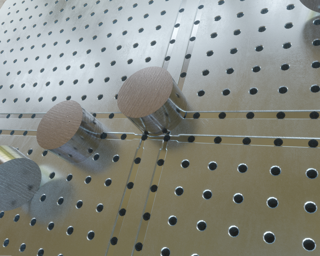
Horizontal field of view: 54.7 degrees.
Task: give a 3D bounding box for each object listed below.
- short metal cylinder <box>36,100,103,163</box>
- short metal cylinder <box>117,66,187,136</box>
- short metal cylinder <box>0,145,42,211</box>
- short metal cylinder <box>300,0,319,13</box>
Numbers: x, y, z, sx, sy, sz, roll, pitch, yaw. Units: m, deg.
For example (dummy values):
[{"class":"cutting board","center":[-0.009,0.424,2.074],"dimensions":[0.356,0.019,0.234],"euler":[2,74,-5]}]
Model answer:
[{"class":"short metal cylinder","center":[-0.133,0.006,0.458],"dimensions":[0.080,0.050,0.080],"euler":[-13,56,21]},{"class":"short metal cylinder","center":[-0.010,-0.036,0.419],"dimensions":[0.080,0.050,0.080],"euler":[-13,56,21]},{"class":"short metal cylinder","center":[-0.221,0.071,0.446],"dimensions":[0.050,0.080,0.080],"euler":[23,74,36]},{"class":"short metal cylinder","center":[0.214,-0.187,0.375],"dimensions":[0.080,0.080,0.050],"euler":[14,69,34]}]
